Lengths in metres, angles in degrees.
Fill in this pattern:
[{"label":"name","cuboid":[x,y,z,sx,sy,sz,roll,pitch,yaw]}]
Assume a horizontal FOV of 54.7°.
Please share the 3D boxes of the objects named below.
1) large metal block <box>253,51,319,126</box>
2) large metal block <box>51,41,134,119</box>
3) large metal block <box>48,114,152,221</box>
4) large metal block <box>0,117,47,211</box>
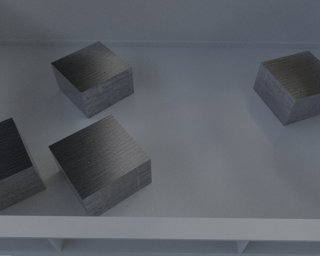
[{"label":"large metal block","cuboid":[0.194,-0.058,0.439,0.081,0.050,0.080,-16,52,-13]},{"label":"large metal block","cuboid":[-0.096,-0.072,0.448,0.080,0.050,0.080,-34,58,-25]},{"label":"large metal block","cuboid":[-0.066,0.042,0.353,0.081,0.050,0.080,-30,56,-23]},{"label":"large metal block","cuboid":[-0.187,0.046,0.349,0.081,0.050,0.080,-26,55,-20]}]
